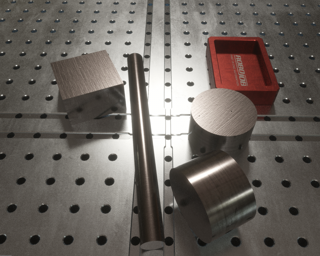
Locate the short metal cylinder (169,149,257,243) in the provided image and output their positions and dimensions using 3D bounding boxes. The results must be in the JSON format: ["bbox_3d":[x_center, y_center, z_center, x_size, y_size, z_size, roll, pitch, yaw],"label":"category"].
[{"bbox_3d":[0.051,0.068,0.316,0.050,0.080,0.080,-22,54,-18],"label":"short metal cylinder"}]

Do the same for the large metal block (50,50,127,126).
[{"bbox_3d":[-0.101,-0.059,0.440,0.081,0.050,0.080,-18,53,-15],"label":"large metal block"}]

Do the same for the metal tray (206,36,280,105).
[{"bbox_3d":[0.124,-0.093,0.483,0.091,0.030,0.130,1,50,0],"label":"metal tray"}]

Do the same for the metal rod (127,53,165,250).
[{"bbox_3d":[-0.024,0.003,0.404,0.025,0.025,0.300,-5,50,-4],"label":"metal rod"}]

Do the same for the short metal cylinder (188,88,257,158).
[{"bbox_3d":[0.078,-0.005,0.397,0.081,0.050,0.080,0,50,0],"label":"short metal cylinder"}]
